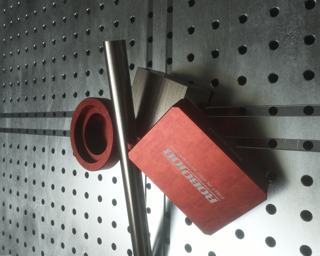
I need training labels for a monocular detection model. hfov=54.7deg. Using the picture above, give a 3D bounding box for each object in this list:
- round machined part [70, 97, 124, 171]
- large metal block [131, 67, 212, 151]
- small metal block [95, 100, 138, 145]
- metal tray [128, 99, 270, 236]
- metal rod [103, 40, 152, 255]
[{"bbox_3d":[-0.077,0.008,0.422,0.098,0.042,0.097,1,91,43],"label":"round machined part"},{"bbox_3d":[0.005,-0.023,0.384,0.080,0.050,0.079,29,108,36],"label":"large metal block"},{"bbox_3d":[-0.065,-0.007,0.459,0.050,0.025,0.050,-28,73,36],"label":"small metal block"},{"bbox_3d":[0.040,0.044,0.336,0.130,0.030,0.090,45,121,2],"label":"metal tray"},{"bbox_3d":[-0.036,0.046,0.382,0.025,0.025,0.298,8,111,39],"label":"metal rod"}]
